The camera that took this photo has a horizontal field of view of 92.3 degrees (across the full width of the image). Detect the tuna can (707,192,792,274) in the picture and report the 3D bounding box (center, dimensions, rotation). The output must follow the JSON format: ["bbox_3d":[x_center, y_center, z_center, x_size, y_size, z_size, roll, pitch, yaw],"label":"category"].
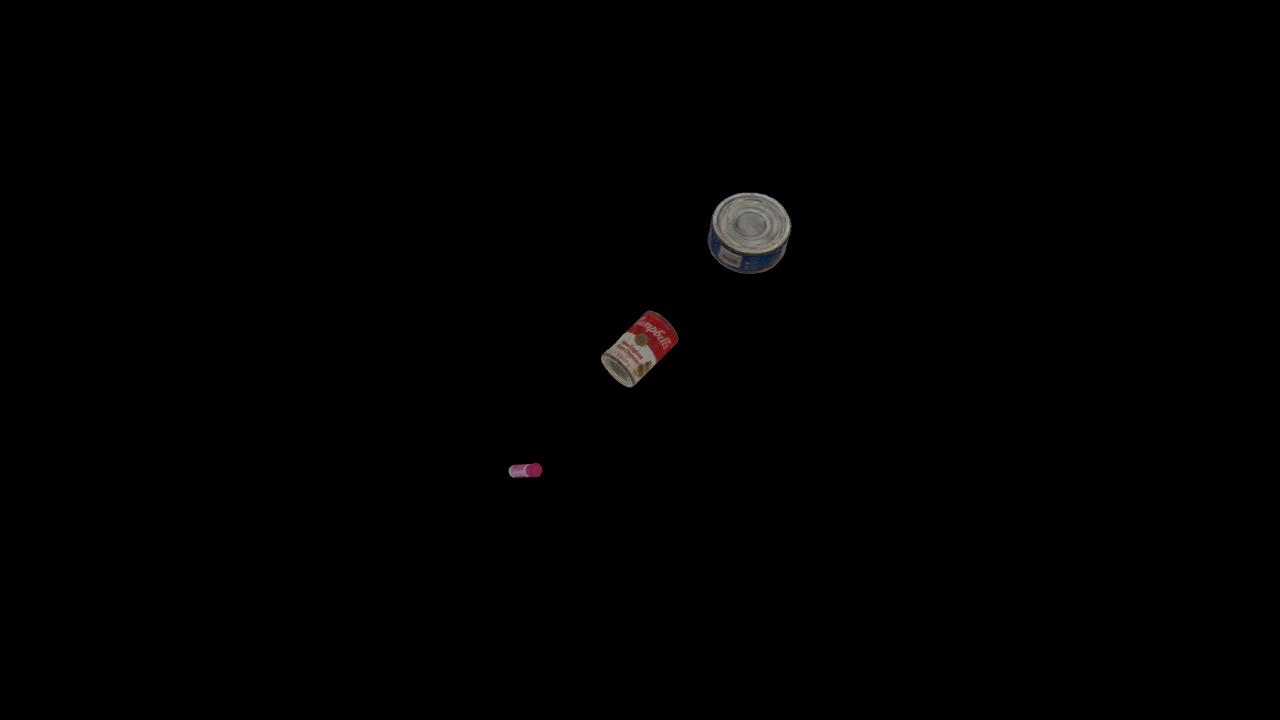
[{"bbox_3d":[0.114,-0.134,0.642,0.084,0.084,0.034,0,-27,1],"label":"tuna can"}]

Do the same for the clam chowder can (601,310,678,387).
[{"bbox_3d":[-0.001,-0.016,0.918,0.102,0.068,0.068,-45,18,-19],"label":"clam chowder can"}]

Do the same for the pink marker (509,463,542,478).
[{"bbox_3d":[-0.160,0.154,0.857,0.020,0.020,0.121,0,-10,-25],"label":"pink marker"}]
